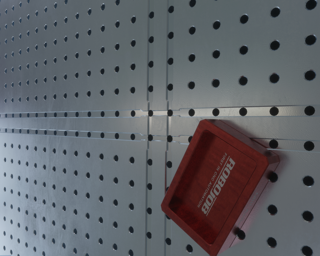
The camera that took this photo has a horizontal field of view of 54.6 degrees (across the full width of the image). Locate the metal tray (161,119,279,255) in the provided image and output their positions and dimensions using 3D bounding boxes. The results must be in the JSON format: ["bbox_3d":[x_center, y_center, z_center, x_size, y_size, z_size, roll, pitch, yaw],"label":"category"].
[{"bbox_3d":[0.062,0.066,0.355,0.090,0.030,0.129,36,112,34],"label":"metal tray"}]
